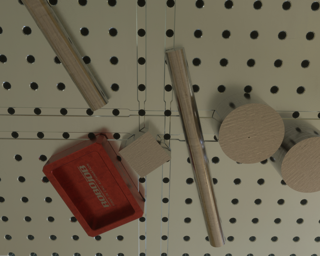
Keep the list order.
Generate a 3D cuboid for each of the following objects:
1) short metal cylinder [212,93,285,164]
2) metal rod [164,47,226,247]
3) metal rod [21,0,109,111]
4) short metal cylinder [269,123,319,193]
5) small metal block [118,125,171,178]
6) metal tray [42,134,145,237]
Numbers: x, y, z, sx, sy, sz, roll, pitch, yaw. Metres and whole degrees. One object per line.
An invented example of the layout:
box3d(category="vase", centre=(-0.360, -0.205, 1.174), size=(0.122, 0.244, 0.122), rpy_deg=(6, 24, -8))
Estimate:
box3d(category="short metal cylinder", centre=(0.112, -0.001, 0.402), size=(0.081, 0.050, 0.079), rpy_deg=(0, 110, -1))
box3d(category="metal rod", centre=(0.053, 0.040, 0.428), size=(0.025, 0.025, 0.298), rpy_deg=(-13, 110, 4))
box3d(category="metal rod", centre=(-0.147, -0.152, 0.355), size=(0.025, 0.025, 0.299), rpy_deg=(-27, 108, 9))
box3d(category="short metal cylinder", centre=(0.195, 0.040, 0.418), size=(0.081, 0.050, 0.079), rpy_deg=(0, 110, -1))
box3d(category="small metal block", centre=(-0.020, 0.032, 0.425), size=(0.050, 0.025, 0.050), rpy_deg=(-35, 107, 11))
box3d(category="metal tray", centre=(-0.090, 0.084, 0.440), size=(0.090, 0.030, 0.130), rpy_deg=(-25, 109, 8))
